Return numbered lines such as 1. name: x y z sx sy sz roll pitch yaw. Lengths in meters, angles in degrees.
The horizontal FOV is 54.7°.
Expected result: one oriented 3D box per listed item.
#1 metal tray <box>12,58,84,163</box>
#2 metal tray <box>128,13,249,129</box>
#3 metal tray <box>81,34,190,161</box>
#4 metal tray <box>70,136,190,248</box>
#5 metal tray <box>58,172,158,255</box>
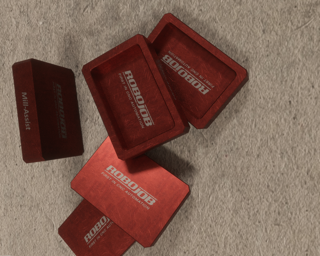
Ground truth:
1. metal tray: -0.150 -0.022 0.425 0.030 0.090 0.129 -9 87 19
2. metal tray: 0.034 -0.071 0.393 0.130 0.030 0.090 42 103 15
3. metal tray: -0.031 -0.036 0.381 0.090 0.030 0.129 -26 82 14
4. metal tray: -0.038 0.078 0.401 0.130 0.030 0.090 34 78 16
5. metal tray: -0.071 0.130 0.430 0.090 0.030 0.130 44 103 14
